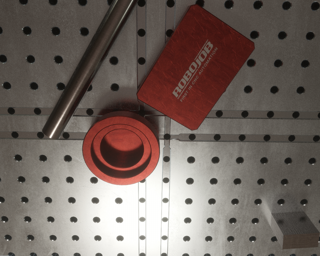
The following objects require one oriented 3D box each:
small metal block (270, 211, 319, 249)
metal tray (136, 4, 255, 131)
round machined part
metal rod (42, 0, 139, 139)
[{"bbox_3d":[0.198,0.150,0.459,0.050,0.050,0.025,-4,110,1],"label":"small metal block"},{"bbox_3d":[0.041,-0.072,0.385,0.090,0.030,0.129,30,107,-11],"label":"metal tray"},{"bbox_3d":[-0.049,0.023,0.412,0.099,0.042,0.097,0,110,-1],"label":"round machined part"},{"bbox_3d":[-0.064,-0.111,0.371,0.025,0.025,0.299,31,107,-11],"label":"metal rod"}]
